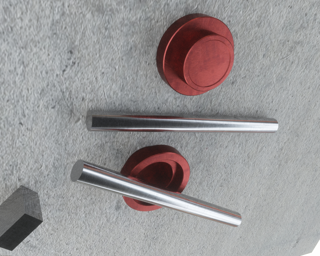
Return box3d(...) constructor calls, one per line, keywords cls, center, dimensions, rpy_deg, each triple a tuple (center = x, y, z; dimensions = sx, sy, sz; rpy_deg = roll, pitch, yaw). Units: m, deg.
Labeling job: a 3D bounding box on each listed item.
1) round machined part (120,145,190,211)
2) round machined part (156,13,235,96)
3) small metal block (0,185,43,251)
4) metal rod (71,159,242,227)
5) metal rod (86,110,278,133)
box3d(cls="round machined part", center=(-0.011, 0.064, 0.429), dimensions=(0.099, 0.042, 0.097), rpy_deg=(-14, 124, -21))
box3d(cls="round machined part", center=(0.049, -0.083, 0.371), dimensions=(0.099, 0.042, 0.097), rpy_deg=(-14, 124, -21))
box3d(cls="small metal block", center=(-0.168, 0.105, 0.364), dimensions=(0.050, 0.050, 0.025), rpy_deg=(-44, 129, 2))
box3d(cls="metal rod", center=(0.018, 0.099, 0.423), dimensions=(0.301, 0.025, 0.025), rpy_deg=(26, 104, -38))
box3d(cls="metal rod", center=(0.050, -0.006, 0.430), dimensions=(0.303, 0.025, 0.025), rpy_deg=(1, 118, -29))
